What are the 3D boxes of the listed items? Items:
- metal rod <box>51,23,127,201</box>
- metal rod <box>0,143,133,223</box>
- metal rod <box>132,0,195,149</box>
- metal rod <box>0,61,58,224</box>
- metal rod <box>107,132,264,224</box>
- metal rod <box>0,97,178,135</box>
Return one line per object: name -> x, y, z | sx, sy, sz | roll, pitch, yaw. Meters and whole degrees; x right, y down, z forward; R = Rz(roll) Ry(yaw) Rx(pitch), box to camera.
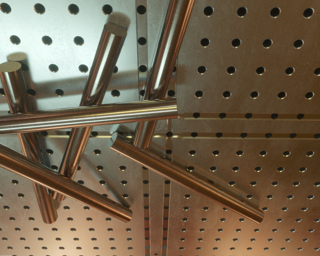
metal rod -> -0.104, 0.002, 0.412 | 0.025, 0.025, 0.298 | 18, 128, -15
metal rod -> -0.141, 0.080, 0.442 | 0.025, 0.025, 0.301 | -28, 136, 21
metal rod -> 0.010, -0.091, 0.334 | 0.025, 0.025, 0.298 | 11, 129, -9
metal rod -> -0.181, 0.044, 0.447 | 0.025, 0.025, 0.298 | 3, 130, -3
metal rod -> 0.054, 0.086, 0.484 | 0.301, 0.025, 0.025 | 30, 124, -24
metal rod -> -0.130, -0.010, 0.367 | 0.301, 0.025, 0.025 | -5, 130, 4
